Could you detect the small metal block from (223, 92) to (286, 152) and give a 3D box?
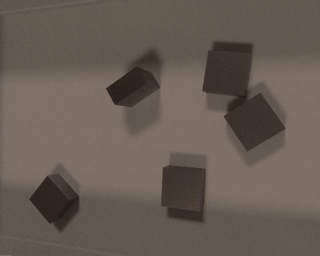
[{"bbox_3d":[0.113,-0.007,0.371,0.050,0.025,0.050,-34,79,16],"label":"small metal block"}]

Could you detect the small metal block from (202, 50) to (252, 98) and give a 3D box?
[{"bbox_3d":[0.083,-0.066,0.381,0.050,0.025,0.050,9,93,19],"label":"small metal block"}]

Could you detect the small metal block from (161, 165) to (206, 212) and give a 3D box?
[{"bbox_3d":[0.030,0.076,0.399,0.050,0.025,0.050,3,91,19],"label":"small metal block"}]

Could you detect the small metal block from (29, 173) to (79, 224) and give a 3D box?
[{"bbox_3d":[-0.159,0.105,0.465,0.050,0.025,0.050,43,103,14],"label":"small metal block"}]

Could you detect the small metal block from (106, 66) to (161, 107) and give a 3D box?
[{"bbox_3d":[-0.034,-0.053,0.408,0.050,0.050,0.025,-32,80,17],"label":"small metal block"}]
